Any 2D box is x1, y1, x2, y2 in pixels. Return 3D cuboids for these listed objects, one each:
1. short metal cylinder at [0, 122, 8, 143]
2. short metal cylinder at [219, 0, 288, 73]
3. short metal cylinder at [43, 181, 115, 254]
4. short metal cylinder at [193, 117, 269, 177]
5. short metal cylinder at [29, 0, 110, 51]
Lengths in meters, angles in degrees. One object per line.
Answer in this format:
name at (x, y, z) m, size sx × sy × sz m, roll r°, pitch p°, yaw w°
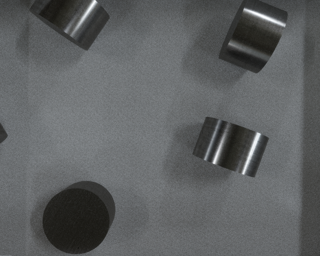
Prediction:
short metal cylinder at (-0.241, 0.006, 0.382) m, size 0.080 × 0.080 × 0.050 m, roll -30°, pitch 90°, yaw 0°
short metal cylinder at (0.113, -0.115, 0.385) m, size 0.050 × 0.080 × 0.080 m, roll 22°, pitch 90°, yaw 0°
short metal cylinder at (-0.101, 0.112, 0.398) m, size 0.081 × 0.050 × 0.080 m, roll 0°, pitch 90°, yaw 0°
short metal cylinder at (0.087, 0.023, 0.384) m, size 0.080 × 0.080 × 0.050 m, roll 20°, pitch 90°, yaw 0°
short metal cylinder at (-0.110, -0.140, 0.383) m, size 0.080 × 0.080 × 0.050 m, roll 34°, pitch 90°, yaw 0°
